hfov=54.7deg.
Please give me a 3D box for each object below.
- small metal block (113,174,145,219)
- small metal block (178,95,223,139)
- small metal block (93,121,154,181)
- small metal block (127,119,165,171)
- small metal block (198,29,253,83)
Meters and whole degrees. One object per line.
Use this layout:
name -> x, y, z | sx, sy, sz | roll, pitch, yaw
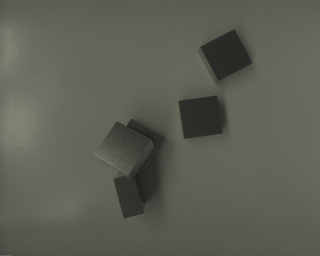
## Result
small metal block -> -0.038, 0.082, 0.399 | 0.025, 0.050, 0.050 | -15, 90, 0
small metal block -> 0.053, -0.014, 0.412 | 0.050, 0.025, 0.050 | -8, 90, -1
small metal block -> -0.043, 0.028, 0.373 | 0.050, 0.025, 0.050 | 27, 71, 17
small metal block -> -0.028, 0.022, 0.411 | 0.050, 0.025, 0.050 | 30, 90, -1
small metal block -> 0.086, -0.095, 0.413 | 0.050, 0.025, 0.050 | -28, 90, -1
